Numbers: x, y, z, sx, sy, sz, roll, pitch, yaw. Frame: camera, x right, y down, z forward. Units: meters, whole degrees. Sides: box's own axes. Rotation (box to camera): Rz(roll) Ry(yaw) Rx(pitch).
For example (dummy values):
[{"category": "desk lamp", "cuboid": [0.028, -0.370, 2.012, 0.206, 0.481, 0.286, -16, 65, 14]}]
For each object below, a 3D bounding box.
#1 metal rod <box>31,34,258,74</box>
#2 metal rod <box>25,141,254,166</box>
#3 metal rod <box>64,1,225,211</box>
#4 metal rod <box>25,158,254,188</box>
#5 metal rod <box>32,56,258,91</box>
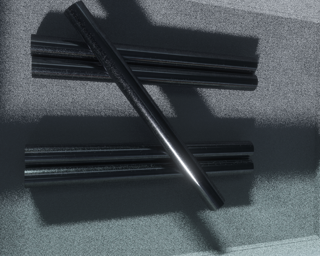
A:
[{"category": "metal rod", "cuboid": [-0.005, -0.093, 0.406, 0.302, 0.025, 0.025, 1, 90, -20]}, {"category": "metal rod", "cuboid": [-0.011, 0.031, 0.404, 0.302, 0.025, 0.025, 0, 90, -20]}, {"category": "metal rod", "cuboid": [-0.011, -0.017, 0.379, 0.025, 0.025, 0.299, -40, 103, -16]}, {"category": "metal rod", "cuboid": [-0.011, 0.056, 0.404, 0.302, 0.025, 0.025, 0, 90, -20]}, {"category": "metal rod", "cuboid": [-0.005, -0.068, 0.407, 0.302, 0.025, 0.025, 1, 90, -20]}]
